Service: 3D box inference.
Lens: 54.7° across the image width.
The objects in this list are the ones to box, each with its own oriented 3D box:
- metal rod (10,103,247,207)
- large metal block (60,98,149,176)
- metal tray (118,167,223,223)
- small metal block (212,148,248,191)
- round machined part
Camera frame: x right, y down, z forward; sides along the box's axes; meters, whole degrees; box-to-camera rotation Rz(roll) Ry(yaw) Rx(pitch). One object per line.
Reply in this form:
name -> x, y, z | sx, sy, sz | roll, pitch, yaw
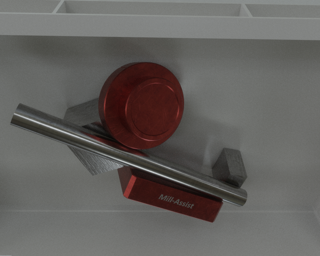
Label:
metal rod -> -0.020, 0.040, 0.374 | 0.302, 0.025, 0.025 | 23, 126, -19
large metal block -> -0.067, 0.008, 0.396 | 0.080, 0.050, 0.080 | -18, 128, 14
metal tray -> 0.011, 0.080, 0.428 | 0.131, 0.090, 0.030 | 20, 100, -18
small metal block -> 0.099, 0.066, 0.448 | 0.025, 0.050, 0.050 | 11, 129, -10
round machined part -> -0.014, -0.023, 0.342 | 0.099, 0.042, 0.097 | -7, 104, -28
